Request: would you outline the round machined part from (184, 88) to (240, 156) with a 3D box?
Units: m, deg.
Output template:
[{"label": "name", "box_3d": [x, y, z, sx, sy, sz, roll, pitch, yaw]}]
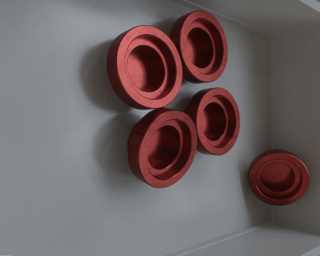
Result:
[{"label": "round machined part", "box_3d": [0.072, -0.009, 0.458, 0.099, 0.042, 0.097, 0, 90, -40]}]

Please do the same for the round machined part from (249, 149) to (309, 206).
[{"label": "round machined part", "box_3d": [0.207, 0.084, 0.549, 0.042, 0.098, 0.097, -49, 127, -72]}]

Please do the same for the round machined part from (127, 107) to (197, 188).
[{"label": "round machined part", "box_3d": [-0.002, 0.022, 0.388, 0.099, 0.042, 0.097, -14, 112, -40]}]

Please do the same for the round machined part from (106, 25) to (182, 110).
[{"label": "round machined part", "box_3d": [-0.022, -0.070, 0.377, 0.099, 0.042, 0.097, 2, 87, -40]}]

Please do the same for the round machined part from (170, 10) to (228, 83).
[{"label": "round machined part", "box_3d": [0.049, -0.111, 0.439, 0.099, 0.042, 0.097, 0, 90, -40]}]
